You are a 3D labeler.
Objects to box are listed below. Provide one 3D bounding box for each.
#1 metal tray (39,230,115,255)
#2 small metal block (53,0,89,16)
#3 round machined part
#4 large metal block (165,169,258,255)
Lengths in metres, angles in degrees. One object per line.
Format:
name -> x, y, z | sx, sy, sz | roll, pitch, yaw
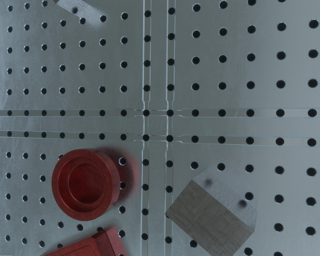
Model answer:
metal tray -> -0.124, 0.216, 0.453 | 0.130, 0.030, 0.090 | -27, 81, 18
small metal block -> -0.139, -0.197, 0.448 | 0.025, 0.050, 0.050 | -39, 78, 16
round machined part -> -0.100, 0.077, 0.439 | 0.098, 0.042, 0.097 | 0, 90, 20
large metal block -> 0.063, 0.098, 0.361 | 0.080, 0.080, 0.050 | 39, 103, 15
